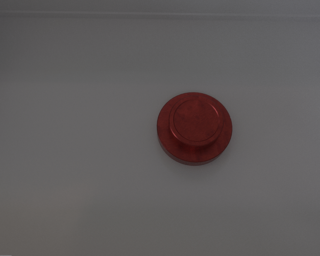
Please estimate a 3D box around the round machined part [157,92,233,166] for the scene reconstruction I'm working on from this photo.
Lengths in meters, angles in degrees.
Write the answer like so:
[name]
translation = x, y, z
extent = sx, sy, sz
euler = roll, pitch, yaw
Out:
[round machined part]
translation = 0.045, -0.003, 0.402
extent = 0.099, 0.042, 0.098
euler = 0, 70, 0
